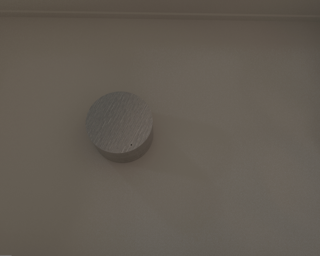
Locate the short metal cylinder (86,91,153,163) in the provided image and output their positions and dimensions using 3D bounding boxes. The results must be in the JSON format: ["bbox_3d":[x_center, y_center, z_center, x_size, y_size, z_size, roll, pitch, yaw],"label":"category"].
[{"bbox_3d":[-0.049,0.000,0.396,0.081,0.050,0.080,0,70,0],"label":"short metal cylinder"}]
